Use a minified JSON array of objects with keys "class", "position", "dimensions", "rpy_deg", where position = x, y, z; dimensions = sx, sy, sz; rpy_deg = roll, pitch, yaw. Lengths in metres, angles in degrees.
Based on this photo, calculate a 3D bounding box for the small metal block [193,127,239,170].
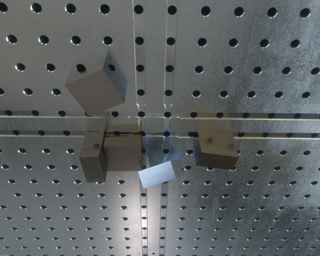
[{"class":"small metal block","position":[0.074,0.027,0.420],"dimensions":[0.050,0.050,0.025],"rpy_deg":[8,130,-7]}]

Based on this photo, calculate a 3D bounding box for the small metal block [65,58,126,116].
[{"class":"small metal block","position":[-0.075,-0.048,0.370],"dimensions":[0.050,0.025,0.050],"rpy_deg":[-19,128,15]}]

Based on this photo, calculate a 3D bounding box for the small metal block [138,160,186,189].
[{"class":"small metal block","position":[0.004,0.067,0.451],"dimensions":[0.050,0.025,0.050],"rpy_deg":[-21,169,16]}]

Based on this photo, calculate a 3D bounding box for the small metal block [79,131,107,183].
[{"class":"small metal block","position":[-0.089,0.040,0.428],"dimensions":[0.025,0.050,0.050],"rpy_deg":[-2,130,2]}]

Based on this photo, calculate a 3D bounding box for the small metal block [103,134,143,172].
[{"class":"small metal block","position":[-0.051,0.035,0.441],"dimensions":[0.050,0.025,0.050],"rpy_deg":[-1,130,0]}]
